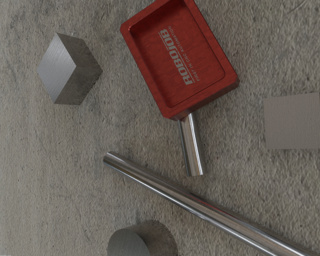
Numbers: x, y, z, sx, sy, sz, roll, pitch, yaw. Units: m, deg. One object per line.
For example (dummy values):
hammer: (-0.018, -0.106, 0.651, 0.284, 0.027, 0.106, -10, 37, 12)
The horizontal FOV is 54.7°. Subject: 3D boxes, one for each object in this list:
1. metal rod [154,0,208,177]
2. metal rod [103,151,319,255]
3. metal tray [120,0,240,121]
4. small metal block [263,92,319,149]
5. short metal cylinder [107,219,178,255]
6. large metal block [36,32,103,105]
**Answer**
metal rod: (0.019, -0.090, 0.387, 0.025, 0.025, 0.298, -16, 80, 38)
metal rod: (0.036, 0.088, 0.373, 0.300, 0.025, 0.025, 21, 103, 37)
metal tray: (0.021, -0.084, 0.356, 0.090, 0.030, 0.130, -30, 77, 15)
small metal block: (0.130, -0.006, 0.297, 0.050, 0.025, 0.050, -4, 87, 39)
short metal cylinder: (-0.023, 0.166, 0.406, 0.080, 0.050, 0.079, 0, 90, 39)
large metal block: (-0.150, -0.095, 0.510, 0.080, 0.050, 0.080, -48, 62, 29)
